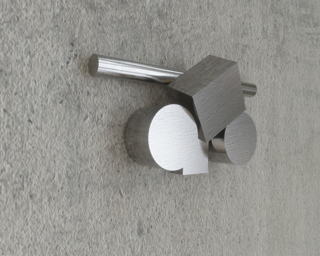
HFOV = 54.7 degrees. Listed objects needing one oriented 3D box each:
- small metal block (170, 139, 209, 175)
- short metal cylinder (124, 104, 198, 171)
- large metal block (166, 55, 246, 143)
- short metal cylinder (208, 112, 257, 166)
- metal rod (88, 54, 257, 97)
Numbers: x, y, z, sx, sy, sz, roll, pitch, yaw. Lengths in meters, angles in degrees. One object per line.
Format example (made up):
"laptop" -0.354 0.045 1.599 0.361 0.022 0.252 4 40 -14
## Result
"small metal block" 0.043 0.039 0.443 0.050 0.025 0.050 2 89 -40
"short metal cylinder" 0.002 0.011 0.391 0.081 0.050 0.079 0 90 -40
"large metal block" 0.066 -0.040 0.422 0.080 0.050 0.080 -38 131 -19
"short metal cylinder" 0.105 0.016 0.478 0.081 0.050 0.079 0 90 -40
"metal rod" 0.042 -0.068 0.441 0.302 0.025 0.025 1 90 -40
